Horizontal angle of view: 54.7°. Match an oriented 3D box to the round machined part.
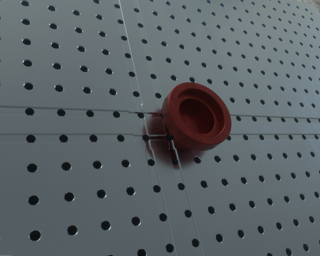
[{"bbox_3d":[0.047,-0.012,0.432,0.099,0.042,0.098,14,56,-21],"label":"round machined part"}]
